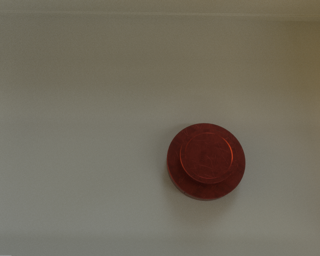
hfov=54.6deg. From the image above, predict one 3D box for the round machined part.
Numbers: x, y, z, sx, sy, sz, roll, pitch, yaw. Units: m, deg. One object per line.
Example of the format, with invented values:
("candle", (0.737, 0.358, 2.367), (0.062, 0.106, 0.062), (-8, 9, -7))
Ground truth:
("round machined part", (0.058, 0.039, 0.387), (0.099, 0.042, 0.098), (0, 70, 0))
